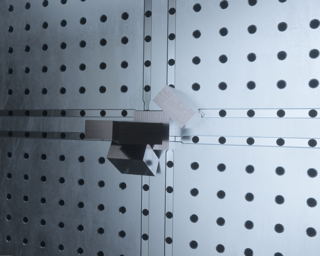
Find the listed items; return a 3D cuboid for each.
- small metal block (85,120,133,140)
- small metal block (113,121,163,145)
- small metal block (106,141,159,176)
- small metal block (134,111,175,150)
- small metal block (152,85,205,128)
[{"bbox_3d":[-0.066,0.002,0.423,0.050,0.050,0.025,2,91,20],"label":"small metal block"},{"bbox_3d":[-0.028,0.005,0.372,0.050,0.050,0.025,2,92,-17],"label":"small metal block"},{"bbox_3d":[-0.034,0.041,0.409,0.050,0.050,0.025,1,59,20],"label":"small metal block"},{"bbox_3d":[-0.008,0.003,0.416,0.050,0.025,0.050,2,90,19],"label":"small metal block"},{"bbox_3d":[0.025,-0.026,0.391,0.050,0.050,0.025,45,103,14],"label":"small metal block"}]
